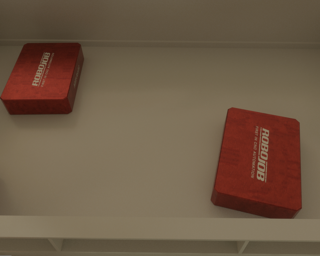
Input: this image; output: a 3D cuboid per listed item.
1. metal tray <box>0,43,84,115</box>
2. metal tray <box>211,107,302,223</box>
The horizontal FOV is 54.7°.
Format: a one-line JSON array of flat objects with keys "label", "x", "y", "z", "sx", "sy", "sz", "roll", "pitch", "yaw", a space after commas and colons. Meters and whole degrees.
[{"label": "metal tray", "x": -0.171, "y": -0.078, "z": 0.466, "sx": 0.091, "sy": 0.030, "sz": 0.130, "roll": -1, "pitch": 50, "yaw": -1}, {"label": "metal tray", "x": 0.117, "y": 0.038, "z": 0.371, "sx": 0.090, "sy": 0.030, "sz": 0.130, "roll": 12, "pitch": 51, "yaw": 9}]
